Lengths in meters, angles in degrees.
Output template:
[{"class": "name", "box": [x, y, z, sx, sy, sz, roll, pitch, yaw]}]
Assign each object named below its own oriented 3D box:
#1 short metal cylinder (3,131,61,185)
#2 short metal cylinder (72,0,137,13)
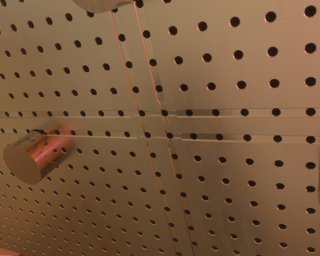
[{"class": "short metal cylinder", "box": [-0.223, 0.051, 0.541, 0.080, 0.050, 0.079, 13, 124, 20]}, {"class": "short metal cylinder", "box": [-0.057, -0.166, 0.321, 0.080, 0.050, 0.079, 13, 124, 20]}]
